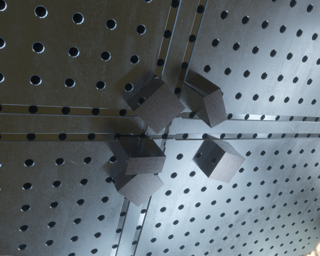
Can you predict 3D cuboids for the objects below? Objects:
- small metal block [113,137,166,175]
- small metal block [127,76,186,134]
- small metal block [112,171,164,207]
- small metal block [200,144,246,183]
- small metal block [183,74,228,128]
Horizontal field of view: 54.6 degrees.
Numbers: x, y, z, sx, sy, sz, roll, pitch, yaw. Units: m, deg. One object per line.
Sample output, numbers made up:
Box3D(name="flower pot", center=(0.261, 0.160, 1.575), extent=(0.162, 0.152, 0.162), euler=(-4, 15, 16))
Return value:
Box3D(name="small metal block", center=(-0.027, 0.034, 0.401), extent=(0.050, 0.050, 0.025), euler=(1, 118, -29))
Box3D(name="small metal block", center=(-0.004, -0.028, 0.391), extent=(0.050, 0.025, 0.050), euler=(-43, 129, 1))
Box3D(name="small metal block", center=(-0.031, 0.078, 0.442), extent=(0.050, 0.025, 0.050), euler=(-41, 129, 0))
Box3D(name="small metal block", center=(0.102, 0.058, 0.502), extent=(0.050, 0.025, 0.050), euler=(20, 108, -36))
Box3D(name="small metal block", center=(0.059, -0.036, 0.405), extent=(0.025, 0.050, 0.050), euler=(-30, 128, -9))
